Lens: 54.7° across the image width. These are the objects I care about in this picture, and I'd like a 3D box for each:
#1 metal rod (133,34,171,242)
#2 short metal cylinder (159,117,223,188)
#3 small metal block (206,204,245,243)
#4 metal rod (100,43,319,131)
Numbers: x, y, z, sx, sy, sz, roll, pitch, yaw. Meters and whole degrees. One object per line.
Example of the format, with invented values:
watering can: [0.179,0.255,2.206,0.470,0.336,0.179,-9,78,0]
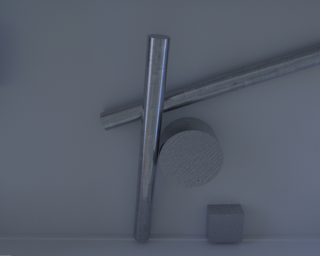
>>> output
metal rod: [-0.014,0.033,0.403,0.025,0.025,0.298,5,118,-2]
short metal cylinder: [0.039,0.031,0.410,0.081,0.050,0.079,0,110,-1]
small metal block: [0.097,0.143,0.466,0.050,0.025,0.050,-1,110,0]
metal rod: [0.070,-0.052,0.393,0.301,0.025,0.025,-17,110,5]
